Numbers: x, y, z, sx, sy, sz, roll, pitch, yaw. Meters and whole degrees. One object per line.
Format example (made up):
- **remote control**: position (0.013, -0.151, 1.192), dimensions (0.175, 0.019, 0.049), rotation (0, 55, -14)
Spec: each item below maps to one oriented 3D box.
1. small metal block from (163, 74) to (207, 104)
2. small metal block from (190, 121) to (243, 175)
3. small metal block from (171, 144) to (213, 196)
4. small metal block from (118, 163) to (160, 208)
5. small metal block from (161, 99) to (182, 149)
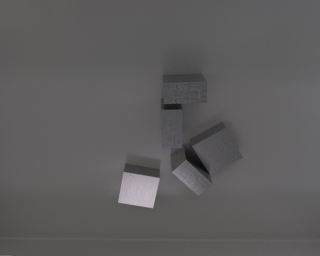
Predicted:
- **small metal block**: position (0.029, -0.049, 0.380), dimensions (0.050, 0.050, 0.025), rotation (-2, 110, 0)
- **small metal block**: position (0.076, 0.027, 0.422), dimensions (0.050, 0.025, 0.050), rotation (-30, 108, 10)
- **small metal block**: position (0.042, 0.056, 0.419), dimensions (0.025, 0.050, 0.050), rotation (-43, 105, 14)
- **small metal block**: position (-0.030, 0.082, 0.441), dimensions (0.050, 0.025, 0.050), rotation (10, 110, -4)
- **small metal block**: position (0.014, -0.007, 0.395), dimensions (0.025, 0.050, 0.050), rotation (-1, 110, 0)
